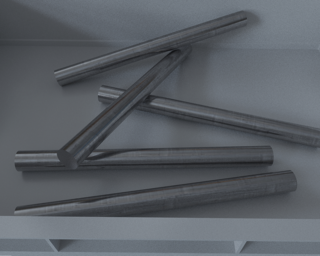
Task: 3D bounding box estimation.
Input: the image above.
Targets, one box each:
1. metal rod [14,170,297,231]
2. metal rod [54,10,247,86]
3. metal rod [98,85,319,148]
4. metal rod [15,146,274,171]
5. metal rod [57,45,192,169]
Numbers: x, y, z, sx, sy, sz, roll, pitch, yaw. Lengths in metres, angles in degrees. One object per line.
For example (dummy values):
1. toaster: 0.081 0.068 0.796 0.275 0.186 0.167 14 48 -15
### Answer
1. metal rod: 0.001 0.077 0.339 0.302 0.025 0.025 -6 51 -6
2. metal rod: -0.012 -0.123 0.476 0.302 0.025 0.025 -19 52 -3
3. metal rod: 0.061 -0.018 0.420 0.301 0.025 0.025 12 51 9
4. metal rod: -0.017 0.037 0.373 0.302 0.025 0.025 -1 50 -2
5. metal rod: -0.025 -0.051 0.412 0.025 0.025 0.301 22 42 17
